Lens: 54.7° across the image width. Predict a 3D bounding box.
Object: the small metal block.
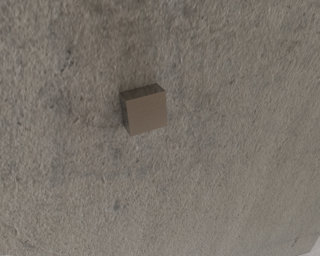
[{"bbox_3d":[-0.020,-0.023,0.383,0.050,0.025,0.050,-17,126,-19],"label":"small metal block"}]
